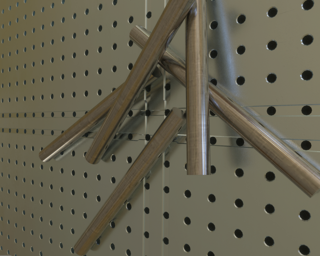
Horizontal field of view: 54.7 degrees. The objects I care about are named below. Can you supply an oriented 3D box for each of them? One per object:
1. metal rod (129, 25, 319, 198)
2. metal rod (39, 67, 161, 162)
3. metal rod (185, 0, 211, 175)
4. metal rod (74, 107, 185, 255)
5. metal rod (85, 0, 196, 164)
[{"bbox_3d":[0.058,-0.038,0.360,0.300,0.025,0.025,46,117,29],"label":"metal rod"},{"bbox_3d":[-0.112,-0.012,0.499,0.299,0.025,0.025,-32,70,35],"label":"metal rod"},{"bbox_3d":[0.041,-0.098,0.349,0.025,0.025,0.298,-8,78,39],"label":"metal rod"},{"bbox_3d":[-0.053,0.091,0.450,0.025,0.025,0.298,50,119,28],"label":"metal rod"},{"bbox_3d":[-0.038,-0.051,0.410,0.025,0.025,0.298,55,130,25],"label":"metal rod"}]
